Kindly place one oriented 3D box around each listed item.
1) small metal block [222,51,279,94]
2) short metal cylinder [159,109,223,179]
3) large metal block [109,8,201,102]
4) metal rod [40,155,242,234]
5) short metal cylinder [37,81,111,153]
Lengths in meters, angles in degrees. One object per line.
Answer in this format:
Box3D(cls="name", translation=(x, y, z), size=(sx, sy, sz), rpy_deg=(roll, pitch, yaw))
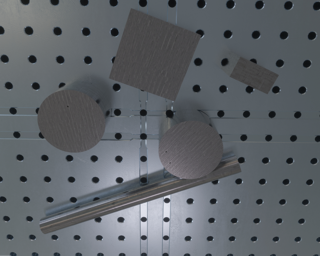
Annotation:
Box3D(cls="small metal block", translation=(0.107, -0.068, 0.376), size=(0.050, 0.050, 0.025), rpy_deg=(23, 109, -8))
Box3D(cls="short metal cylinder", translation=(0.038, 0.020, 0.408), size=(0.081, 0.050, 0.079), rpy_deg=(0, 110, 0))
Box3D(cls="large metal block", translation=(-0.007, -0.087, 0.368), size=(0.080, 0.050, 0.079), rpy_deg=(19, 109, -7))
Box3D(cls="metal rod", translation=(-0.032, 0.098, 0.449), size=(0.301, 0.025, 0.025), rpy_deg=(-19, 109, 6))
Box3D(cls="short metal cylinder", translation=(-0.106, -0.015, 0.393), size=(0.081, 0.050, 0.079), rpy_deg=(0, 110, 0))
